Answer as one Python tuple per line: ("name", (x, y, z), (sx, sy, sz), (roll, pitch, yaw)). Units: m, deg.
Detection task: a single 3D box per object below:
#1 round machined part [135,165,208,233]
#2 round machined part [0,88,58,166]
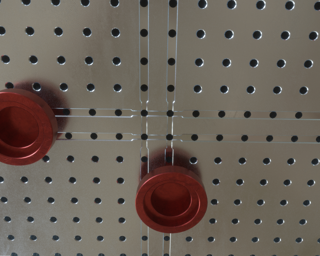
("round machined part", (0.016, 0.096, 0.440), (0.099, 0.042, 0.097), (0, 110, 0))
("round machined part", (-0.182, -0.004, 0.401), (0.099, 0.042, 0.097), (0, 110, 0))
